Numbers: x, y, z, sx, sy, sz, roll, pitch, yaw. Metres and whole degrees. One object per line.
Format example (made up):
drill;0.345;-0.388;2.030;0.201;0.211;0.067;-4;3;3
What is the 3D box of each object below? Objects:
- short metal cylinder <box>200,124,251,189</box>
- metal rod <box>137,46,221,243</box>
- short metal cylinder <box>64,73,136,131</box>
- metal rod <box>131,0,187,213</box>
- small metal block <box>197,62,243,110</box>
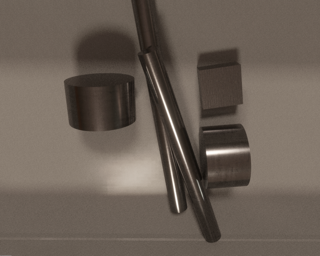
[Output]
short metal cylinder;0.080;0.036;0.396;0.050;0.080;0.079;-5;110;1
metal rod;0.034;0.040;0.408;0.025;0.025;0.298;-18;116;6
short metal cylinder;-0.070;-0.033;0.369;0.081;0.080;0.050;-1;110;0
metal rod;0.003;-0.021;0.403;0.025;0.025;0.298;-9;110;3
small metal block;0.076;-0.054;0.393;0.050;0.025;0.050;-8;110;2
